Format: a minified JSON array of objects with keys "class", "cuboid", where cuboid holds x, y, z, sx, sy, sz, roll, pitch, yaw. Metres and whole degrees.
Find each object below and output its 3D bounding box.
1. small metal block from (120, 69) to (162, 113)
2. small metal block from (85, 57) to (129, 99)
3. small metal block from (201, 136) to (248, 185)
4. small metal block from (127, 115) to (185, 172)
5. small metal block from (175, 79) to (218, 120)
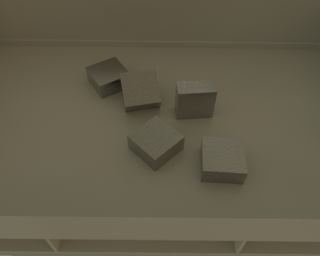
[{"class":"small metal block","cuboid":[-0.028,-0.053,0.436,0.050,0.025,0.050,-9,76,-8]},{"class":"small metal block","cuboid":[-0.077,-0.077,0.469,0.050,0.025,0.050,-26,55,-20]},{"class":"small metal block","cuboid":[0.075,0.039,0.374,0.050,0.025,0.050,3,50,2]},{"class":"small metal block","cuboid":[-0.005,0.018,0.390,0.050,0.025,0.050,-36,59,-27]},{"class":"small metal block","cuboid":[0.047,-0.038,0.422,0.050,0.050,0.025,-4,50,-4]}]
